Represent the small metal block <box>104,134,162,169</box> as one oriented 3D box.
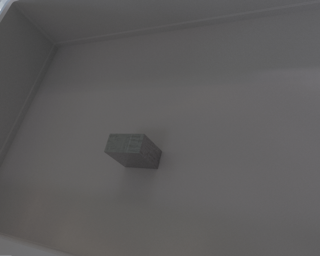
[{"bbox_3d":[-0.033,0.030,0.390,0.050,0.050,0.025,0,62,28],"label":"small metal block"}]
